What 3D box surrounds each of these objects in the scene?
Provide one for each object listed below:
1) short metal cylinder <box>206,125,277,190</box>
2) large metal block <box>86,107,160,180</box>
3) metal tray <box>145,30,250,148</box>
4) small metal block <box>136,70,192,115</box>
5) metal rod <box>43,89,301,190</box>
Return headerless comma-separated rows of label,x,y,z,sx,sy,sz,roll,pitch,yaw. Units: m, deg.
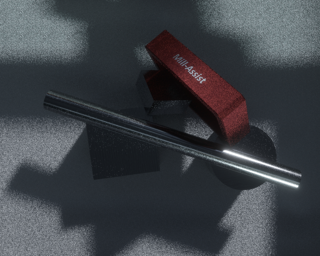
short metal cylinder,0.101,0.035,0.399,0.081,0.050,0.079,0,90,-1
large metal block,-0.045,0.018,0.397,0.081,0.050,0.080,-8,90,-1
metal tray,0.043,-0.044,0.353,0.030,0.090,0.130,-41,61,-1
small metal block,0.004,-0.044,0.376,0.050,0.025,0.050,-4,54,-27
metal rod,0.015,0.014,0.359,0.302,0.025,0.025,18,90,-1
